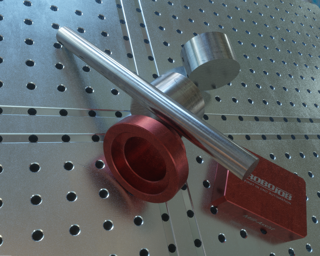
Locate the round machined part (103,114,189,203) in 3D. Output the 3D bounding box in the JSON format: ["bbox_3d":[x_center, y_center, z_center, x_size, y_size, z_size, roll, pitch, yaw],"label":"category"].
[{"bbox_3d":[-0.011,0.029,0.338,0.098,0.097,0.042,47,45,4],"label":"round machined part"}]

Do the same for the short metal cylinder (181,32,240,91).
[{"bbox_3d":[0.076,-0.100,0.475,0.081,0.080,0.050,2,61,-27],"label":"short metal cylinder"}]

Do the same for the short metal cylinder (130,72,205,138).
[{"bbox_3d":[0.009,-0.024,0.392,0.080,0.080,0.050,46,51,4],"label":"short metal cylinder"}]

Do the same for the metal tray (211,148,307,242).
[{"bbox_3d":[0.140,0.088,0.426,0.131,0.030,0.090,27,52,-11],"label":"metal tray"}]

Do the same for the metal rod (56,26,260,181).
[{"bbox_3d":[-0.024,-0.044,0.348,0.300,0.025,0.025,38,47,28],"label":"metal rod"}]
